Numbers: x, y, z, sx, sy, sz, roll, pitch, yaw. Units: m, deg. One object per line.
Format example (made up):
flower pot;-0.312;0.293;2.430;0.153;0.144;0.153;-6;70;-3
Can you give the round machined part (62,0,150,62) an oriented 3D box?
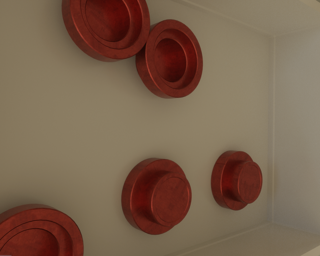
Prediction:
round machined part;-0.062;-0.122;0.345;0.099;0.042;0.097;0;90;-40

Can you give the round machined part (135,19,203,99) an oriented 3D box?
round machined part;0.008;-0.087;0.404;0.099;0.042;0.097;0;90;-40

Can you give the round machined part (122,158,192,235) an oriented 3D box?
round machined part;0.003;0.089;0.400;0.099;0.042;0.097;0;90;-40

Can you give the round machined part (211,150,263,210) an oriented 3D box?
round machined part;0.132;0.087;0.510;0.099;0.042;0.097;0;90;-40

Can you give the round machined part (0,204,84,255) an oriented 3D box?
round machined part;-0.127;0.120;0.291;0.099;0.042;0.097;0;90;-40
